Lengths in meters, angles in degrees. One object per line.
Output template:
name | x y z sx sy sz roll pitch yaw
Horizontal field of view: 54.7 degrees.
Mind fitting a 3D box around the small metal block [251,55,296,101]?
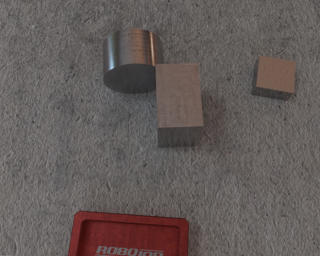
small metal block | 0.159 -0.070 0.435 0.050 0.025 0.050 11 70 4

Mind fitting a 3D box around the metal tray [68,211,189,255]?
metal tray | -0.035 0.146 0.351 0.131 0.030 0.090 4 70 1

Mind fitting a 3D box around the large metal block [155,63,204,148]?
large metal block | 0.021 -0.025 0.388 0.050 0.080 0.080 -2 70 -1

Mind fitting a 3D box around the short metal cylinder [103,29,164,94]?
short metal cylinder | -0.035 -0.086 0.410 0.081 0.080 0.050 -4 70 -2
